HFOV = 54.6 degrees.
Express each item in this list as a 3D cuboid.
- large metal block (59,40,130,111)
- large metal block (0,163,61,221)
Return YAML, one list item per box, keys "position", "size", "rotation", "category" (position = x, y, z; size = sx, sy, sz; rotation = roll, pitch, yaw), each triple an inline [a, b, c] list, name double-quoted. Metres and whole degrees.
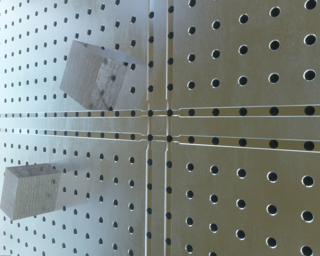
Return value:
- position: [-0.103, -0.080, 0.480]
  size: [0.080, 0.050, 0.080]
  rotation: [34, 111, 35]
  category: "large metal block"
- position: [-0.239, 0.115, 0.573]
  size: [0.050, 0.081, 0.080]
  rotation: [22, 104, 38]
  category: "large metal block"
